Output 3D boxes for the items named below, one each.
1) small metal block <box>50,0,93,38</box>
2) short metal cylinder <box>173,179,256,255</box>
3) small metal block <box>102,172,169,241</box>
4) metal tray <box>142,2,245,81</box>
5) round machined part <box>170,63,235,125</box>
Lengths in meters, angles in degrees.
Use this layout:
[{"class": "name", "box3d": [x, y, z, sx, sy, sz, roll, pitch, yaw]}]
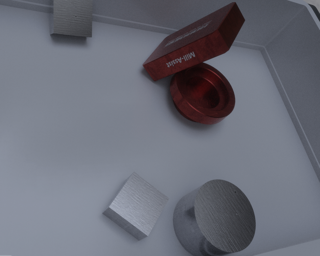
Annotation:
[{"class": "small metal block", "box3d": [-0.120, -0.150, 0.417, 0.050, 0.025, 0.050, -2, 102, -30]}, {"class": "short metal cylinder", "box3d": [0.062, 0.106, 0.360, 0.081, 0.050, 0.080, 14, 56, -21]}, {"class": "small metal block", "box3d": [-0.026, 0.086, 0.341, 0.050, 0.025, 0.050, 38, 51, -3]}, {"class": "metal tray", "box3d": [0.046, -0.120, 0.437, 0.030, 0.130, 0.090, 53, 47, -23]}, {"class": "round machined part", "box3d": [0.058, -0.047, 0.457, 0.099, 0.042, 0.098, 14, 56, -21]}]
